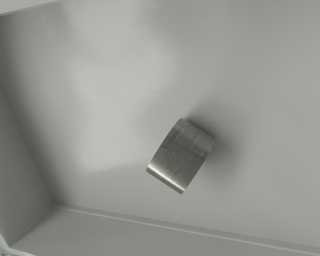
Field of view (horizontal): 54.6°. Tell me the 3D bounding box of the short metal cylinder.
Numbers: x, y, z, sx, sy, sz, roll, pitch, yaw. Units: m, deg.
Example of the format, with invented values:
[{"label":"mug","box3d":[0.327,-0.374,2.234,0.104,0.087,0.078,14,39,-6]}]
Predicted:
[{"label":"short metal cylinder","box3d":[0.026,0.034,0.381,0.050,0.080,0.080,33,129,7]}]
